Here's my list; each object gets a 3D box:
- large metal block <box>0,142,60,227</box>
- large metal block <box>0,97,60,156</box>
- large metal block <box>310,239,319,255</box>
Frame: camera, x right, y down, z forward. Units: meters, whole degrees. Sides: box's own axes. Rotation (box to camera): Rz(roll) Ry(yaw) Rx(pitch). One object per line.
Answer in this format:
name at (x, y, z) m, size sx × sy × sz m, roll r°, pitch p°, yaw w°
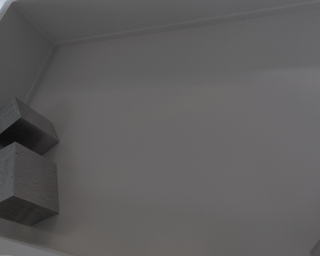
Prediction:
large metal block at (-0.186, 0.078, 0.421) m, size 0.050 × 0.080 × 0.080 m, roll -27°, pitch 53°, yaw 12°
large metal block at (-0.219, 0.012, 0.478) m, size 0.080 × 0.080 × 0.050 m, roll -39°, pitch 51°, yaw 2°
large metal block at (0.162, 0.086, 0.233) m, size 0.080 × 0.080 × 0.050 m, roll -49°, pitch 51°, yaw -6°
